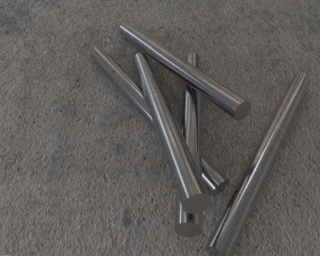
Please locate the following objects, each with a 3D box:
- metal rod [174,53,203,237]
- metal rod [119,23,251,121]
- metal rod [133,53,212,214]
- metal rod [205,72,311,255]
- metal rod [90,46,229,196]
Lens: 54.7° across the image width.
[{"bbox_3d":[0.039,-0.010,0.383,0.025,0.025,0.300,4,42,3],"label":"metal rod"},{"bbox_3d":[0.016,-0.097,0.448,0.025,0.025,0.300,-25,43,-20],"label":"metal rod"},{"bbox_3d":[0.000,-0.023,0.376,0.025,0.025,0.300,-9,37,-8],"label":"metal rod"},{"bbox_3d":[0.134,0.024,0.383,0.025,0.025,0.301,25,54,20],"label":"metal rod"},{"bbox_3d":[-0.017,-0.028,0.426,0.025,0.025,0.300,-28,55,-21],"label":"metal rod"}]
